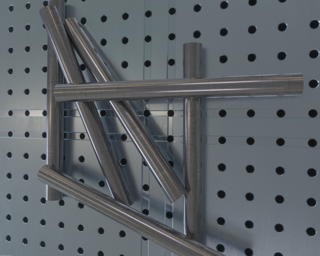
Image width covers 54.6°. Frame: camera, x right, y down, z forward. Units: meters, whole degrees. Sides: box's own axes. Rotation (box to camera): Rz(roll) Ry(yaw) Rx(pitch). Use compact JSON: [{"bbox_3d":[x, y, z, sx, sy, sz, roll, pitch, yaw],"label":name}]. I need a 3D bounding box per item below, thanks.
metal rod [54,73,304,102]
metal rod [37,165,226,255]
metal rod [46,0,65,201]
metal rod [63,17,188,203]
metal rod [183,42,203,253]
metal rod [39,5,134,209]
[{"bbox_3d":[0.010,-0.048,0.379,0.301,0.025,0.025,0,90,14],"label":"metal rod"},{"bbox_3d":[-0.035,0.117,0.397,0.300,0.025,0.025,22,97,18],"label":"metal rod"},{"bbox_3d":[-0.158,-0.042,0.469,0.025,0.025,0.298,1,90,20],"label":"metal rod"},{"bbox_3d":[-0.056,-0.034,0.421,0.025,0.025,0.299,-38,74,16],"label":"metal rod"},{"bbox_3d":[0.042,0.043,0.397,0.025,0.025,0.298,0,90,20],"label":"metal rod"},{"bbox_3d":[-0.104,-0.030,0.436,0.025,0.025,0.299,-23,87,18],"label":"metal rod"}]
